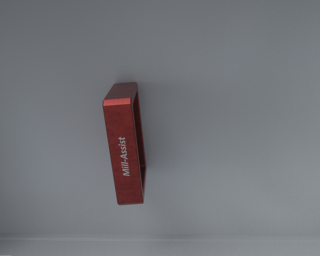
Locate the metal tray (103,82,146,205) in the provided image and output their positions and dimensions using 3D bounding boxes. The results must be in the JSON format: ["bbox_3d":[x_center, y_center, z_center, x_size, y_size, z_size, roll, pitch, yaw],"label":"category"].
[{"bbox_3d":[-0.039,0.016,0.382,0.030,0.090,0.129,-4,110,2],"label":"metal tray"}]
